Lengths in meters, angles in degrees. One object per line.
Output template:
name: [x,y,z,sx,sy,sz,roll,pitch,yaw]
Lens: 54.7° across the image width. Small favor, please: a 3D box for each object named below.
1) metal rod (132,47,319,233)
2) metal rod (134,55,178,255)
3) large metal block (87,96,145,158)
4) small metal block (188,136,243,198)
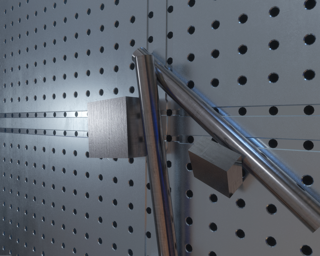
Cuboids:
metal rod: [0.060,-0.007,0.359,0.300,0.025,0.025,47,118,30]
metal rod: [-0.002,0.059,0.393,0.025,0.025,0.298,-6,92,40]
large metal block: [-0.057,0.001,0.440,0.080,0.050,0.080,-4,87,40]
small metal block: [0.062,0.043,0.341,0.050,0.025,0.050,28,149,36]
